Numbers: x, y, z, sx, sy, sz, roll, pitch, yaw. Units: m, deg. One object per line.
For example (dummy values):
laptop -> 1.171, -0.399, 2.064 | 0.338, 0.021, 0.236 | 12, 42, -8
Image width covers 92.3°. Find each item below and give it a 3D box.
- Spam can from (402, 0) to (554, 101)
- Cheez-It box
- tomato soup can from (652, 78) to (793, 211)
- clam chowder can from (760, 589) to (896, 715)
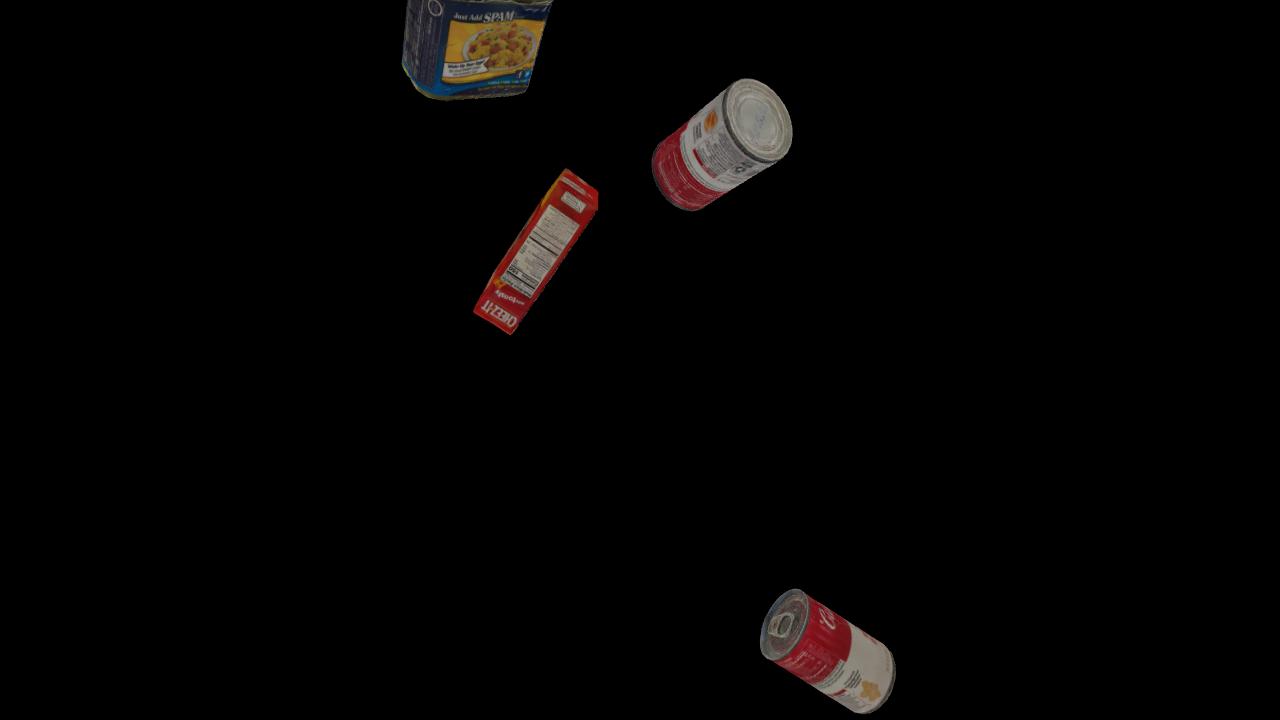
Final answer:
Spam can -> -0.121, -0.246, 0.457 | 0.101, 0.058, 0.085 | -22, -21, -36
Cheez-It box -> -0.148, -0.163, 0.897 | 0.071, 0.223, 0.166 | 34, 16, -16
tomato soup can -> 0.063, -0.170, 0.494 | 0.068, 0.068, 0.101 | 0, -9, -31
clam chowder can -> 0.171, 0.266, 0.561 | 0.102, 0.068, 0.068 | 34, -4, -6
